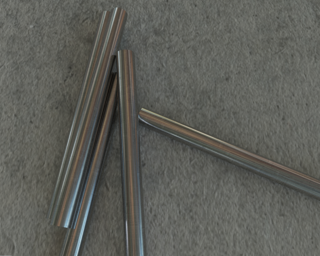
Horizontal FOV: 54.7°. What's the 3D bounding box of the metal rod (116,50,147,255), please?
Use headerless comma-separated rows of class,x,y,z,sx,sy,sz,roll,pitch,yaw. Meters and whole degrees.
metal rod,-0.035,0.044,0.378,0.025,0.025,0.299,-4,75,-2

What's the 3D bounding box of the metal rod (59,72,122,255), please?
metal rod,-0.086,0.066,0.382,0.025,0.025,0.299,11,70,3

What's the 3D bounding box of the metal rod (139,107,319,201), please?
metal rod,0.111,0.041,0.394,0.301,0.025,0.025,23,72,7

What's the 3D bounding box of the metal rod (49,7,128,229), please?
metal rod,-0.085,-0.028,0.396,0.025,0.025,0.299,9,69,3

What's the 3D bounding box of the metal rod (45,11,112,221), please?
metal rod,-0.100,-0.030,0.417,0.025,0.025,0.299,8,70,3
